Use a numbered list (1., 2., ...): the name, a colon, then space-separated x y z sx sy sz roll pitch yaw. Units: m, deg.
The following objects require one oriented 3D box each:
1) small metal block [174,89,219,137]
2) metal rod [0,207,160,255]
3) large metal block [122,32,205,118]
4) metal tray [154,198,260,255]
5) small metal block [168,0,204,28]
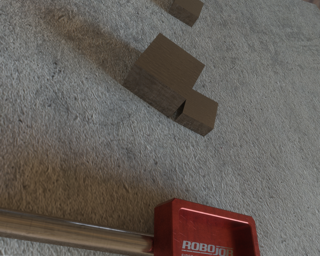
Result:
1. small metal block: 0.053 -0.023 0.449 0.050 0.025 0.050 27 52 -12
2. metal rod: -0.142 0.084 0.276 0.302 0.025 0.025 17 55 -19
3. large metal block: 0.006 -0.075 0.439 0.080 0.050 0.080 35 51 -6
4. metal tray: 0.055 0.133 0.333 0.131 0.030 0.090 21 53 -31
5. small metal block: 0.048 -0.219 0.566 0.050 0.025 0.050 28 52 -11
